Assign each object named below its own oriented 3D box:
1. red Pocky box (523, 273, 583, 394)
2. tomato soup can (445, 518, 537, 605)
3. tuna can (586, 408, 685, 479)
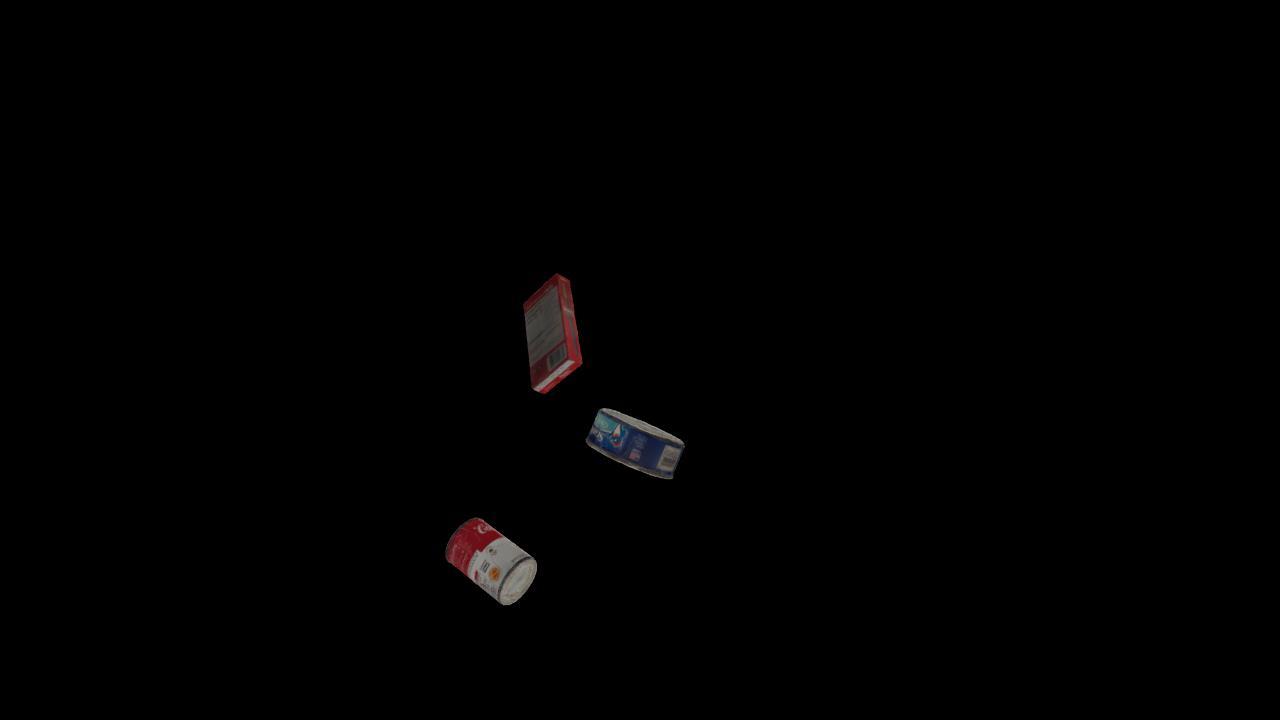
[{"bbox_3d":[-0.123,-0.039,0.854,0.028,0.155,0.083,22,-47,-40],"label":"red Pocky box"},{"bbox_3d":[-0.189,0.257,0.786,0.101,0.068,0.068,26,13,28],"label":"tomato soup can"},{"bbox_3d":[-0.003,0.073,0.543,0.084,0.034,0.084,23,-1,0],"label":"tuna can"}]
